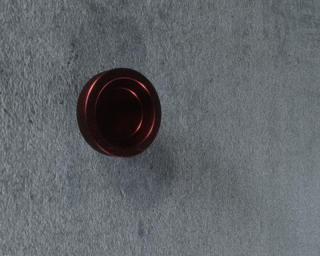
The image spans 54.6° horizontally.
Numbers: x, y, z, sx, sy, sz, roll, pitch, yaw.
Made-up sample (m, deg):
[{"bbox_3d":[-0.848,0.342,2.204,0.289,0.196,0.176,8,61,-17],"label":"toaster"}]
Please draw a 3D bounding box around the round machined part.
[{"bbox_3d":[-0.049,-0.017,0.352,0.099,0.042,0.097,0,90,-40],"label":"round machined part"}]
